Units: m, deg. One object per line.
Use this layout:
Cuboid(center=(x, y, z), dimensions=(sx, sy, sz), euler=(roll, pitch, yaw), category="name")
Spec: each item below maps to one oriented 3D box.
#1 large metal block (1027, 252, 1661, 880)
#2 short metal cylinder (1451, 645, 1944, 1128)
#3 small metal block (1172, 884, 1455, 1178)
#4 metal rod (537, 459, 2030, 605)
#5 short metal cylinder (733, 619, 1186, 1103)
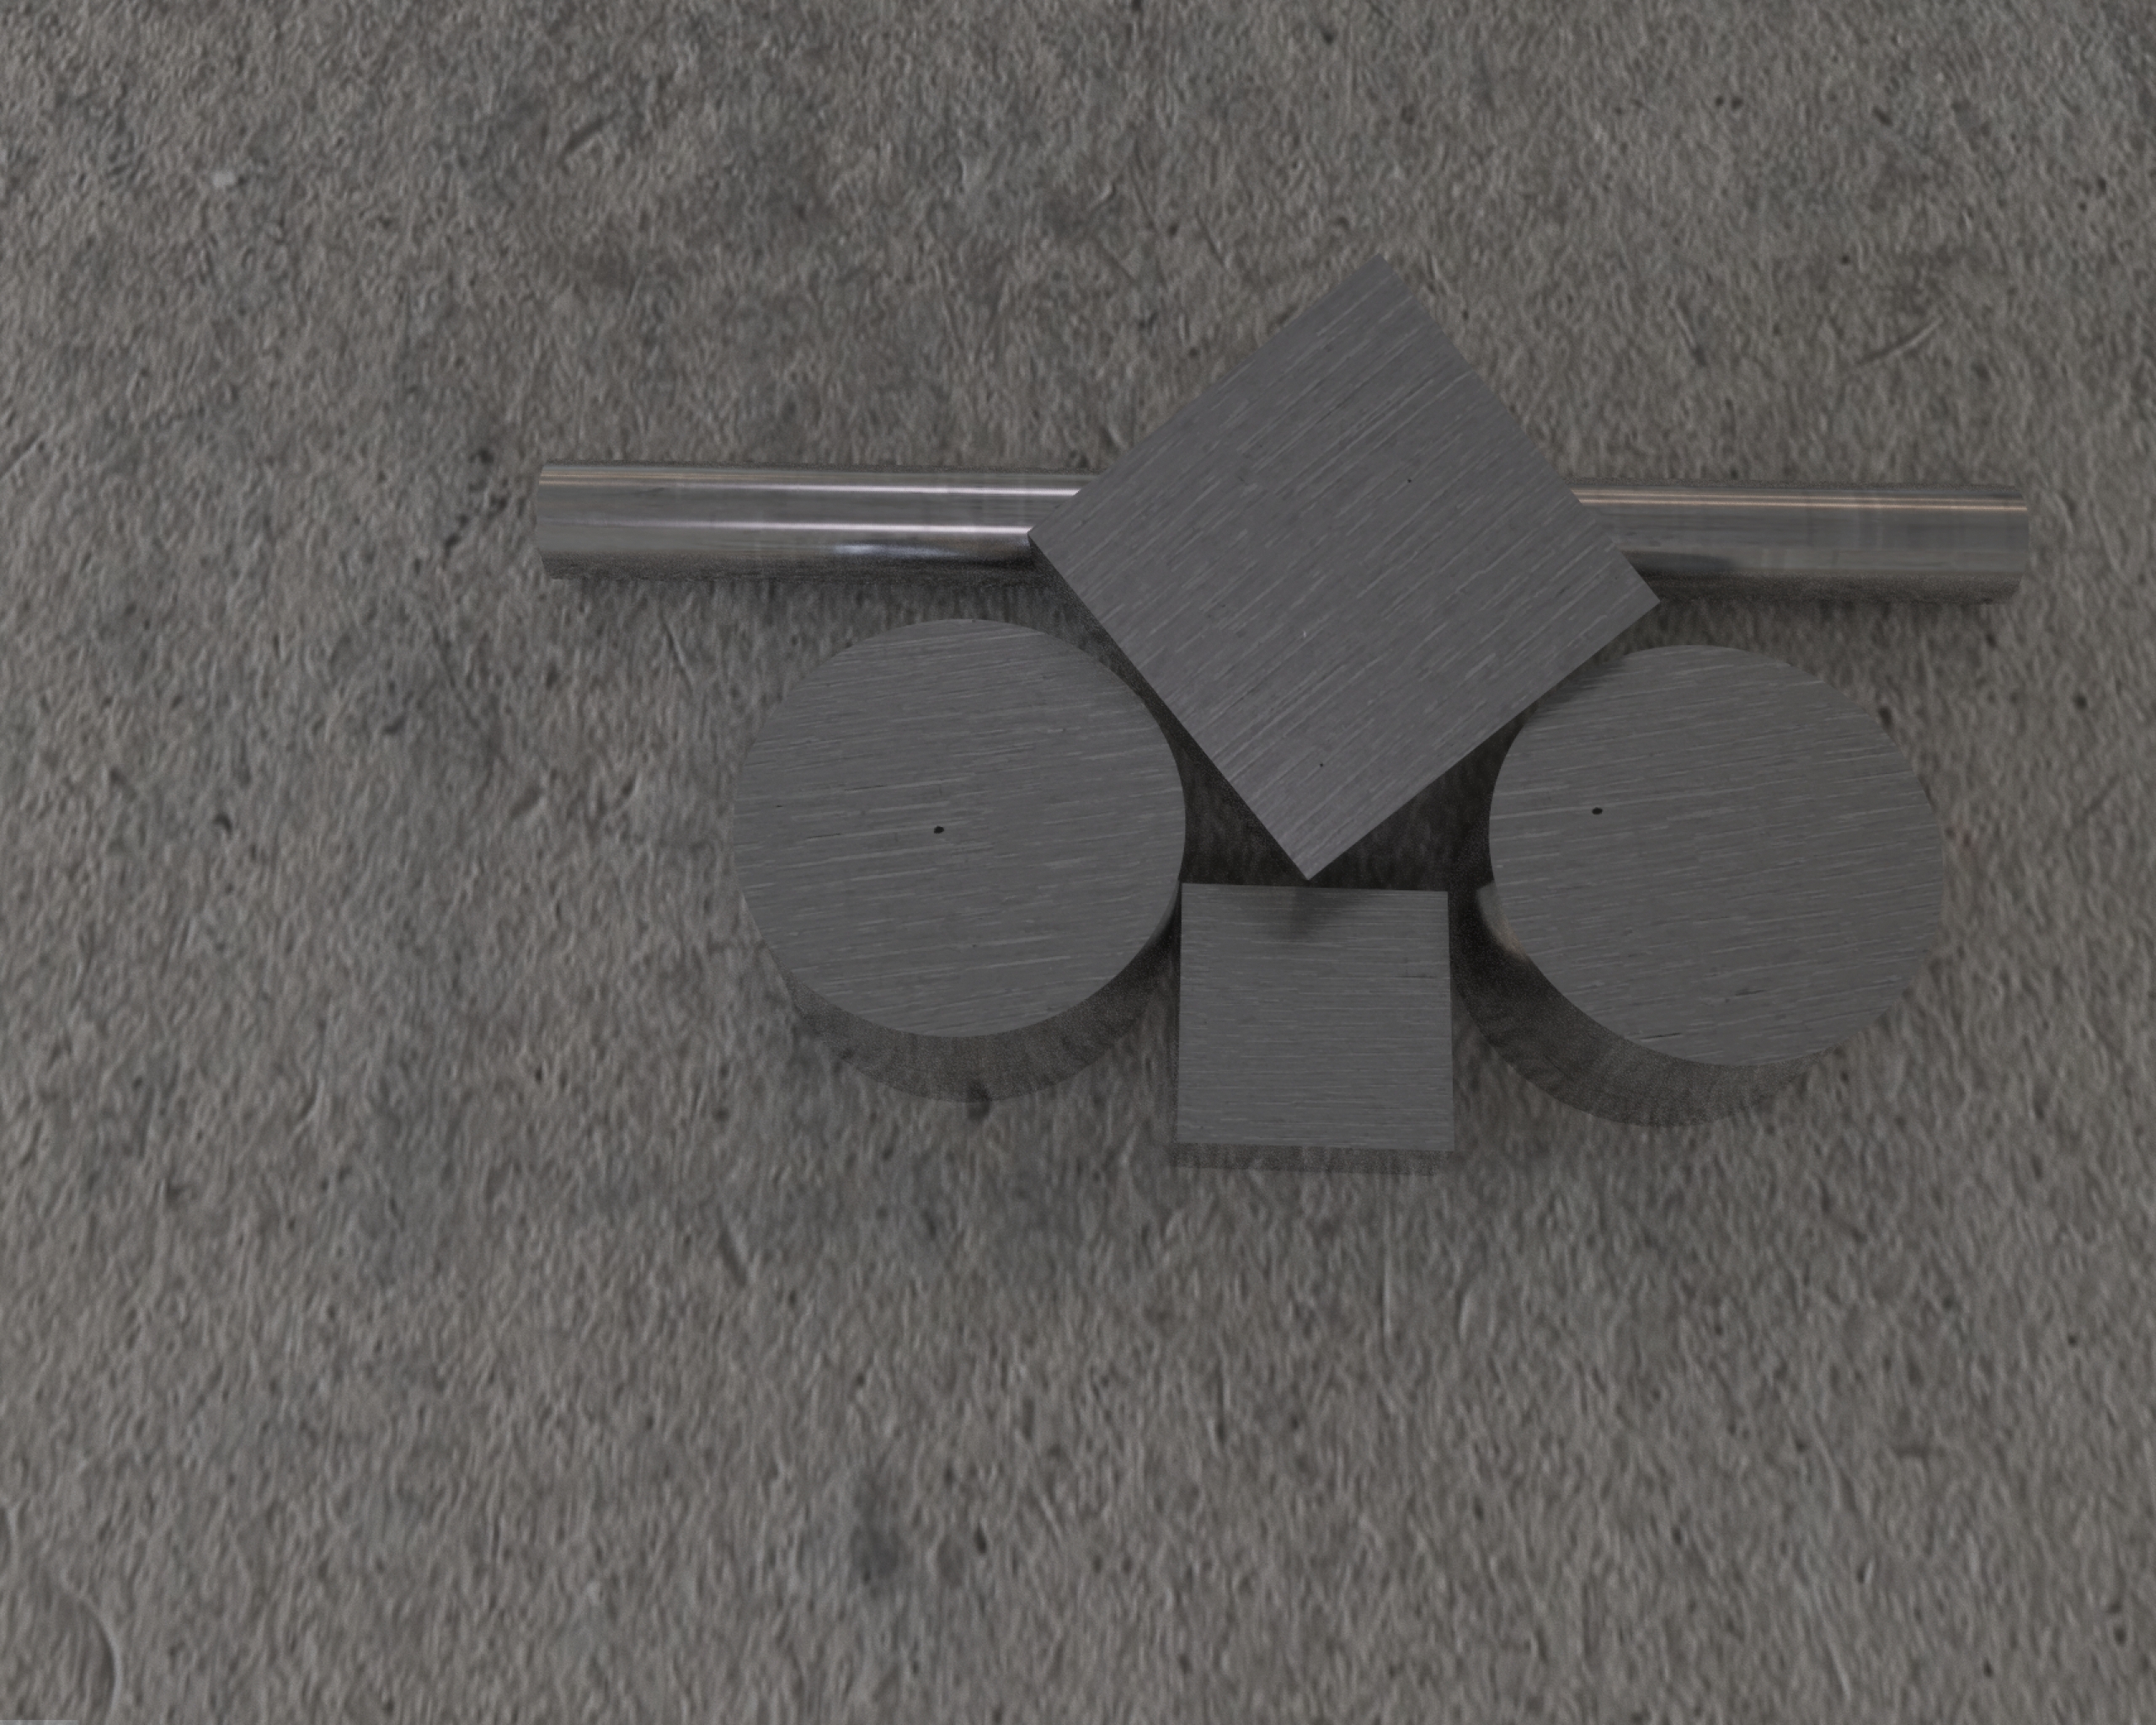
Cuboid(center=(0.048, -0.053, 0.397), dimensions=(0.080, 0.050, 0.080), euler=(-39, 91, 1), category="large metal block")
Cuboid(center=(0.113, 0.006, 0.394), dimensions=(0.081, 0.050, 0.080), euler=(0, 70, 0), category="short metal cylinder")
Cuboid(center=(0.044, 0.032, 0.398), dimensions=(0.050, 0.025, 0.050), euler=(2, 70, 0), category="small metal block")
Cuboid(center=(0.042, -0.069, 0.434), dimensions=(0.302, 0.025, 0.025), euler=(1, 70, 0), category="metal rod")
Cuboid(center=(-0.021, 0.001, 0.395), dimensions=(0.081, 0.050, 0.080), euler=(0, 70, 0), category="short metal cylinder")
